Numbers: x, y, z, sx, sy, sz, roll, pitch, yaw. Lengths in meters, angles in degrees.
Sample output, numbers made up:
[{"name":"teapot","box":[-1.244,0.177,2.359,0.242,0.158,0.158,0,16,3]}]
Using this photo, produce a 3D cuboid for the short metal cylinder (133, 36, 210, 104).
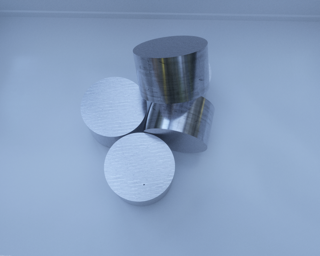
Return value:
[{"name":"short metal cylinder","box":[0.014,-0.067,0.345,0.080,0.050,0.080,-6,30,4]}]

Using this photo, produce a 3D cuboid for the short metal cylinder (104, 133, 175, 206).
[{"name":"short metal cylinder","box":[-0.023,0.051,0.375,0.081,0.050,0.080,0,70,0]}]

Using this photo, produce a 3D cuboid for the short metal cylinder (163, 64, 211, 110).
[{"name":"short metal cylinder","box":[0.025,-0.063,0.418,0.081,0.050,0.080,0,70,0]}]

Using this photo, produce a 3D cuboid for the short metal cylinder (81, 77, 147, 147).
[{"name":"short metal cylinder","box":[-0.056,-0.019,0.400,0.081,0.050,0.080,0,70,0]}]

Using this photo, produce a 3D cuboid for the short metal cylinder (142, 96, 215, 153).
[{"name":"short metal cylinder","box":[0.023,-0.006,0.382,0.080,0.080,0.050,13,71,4]}]
